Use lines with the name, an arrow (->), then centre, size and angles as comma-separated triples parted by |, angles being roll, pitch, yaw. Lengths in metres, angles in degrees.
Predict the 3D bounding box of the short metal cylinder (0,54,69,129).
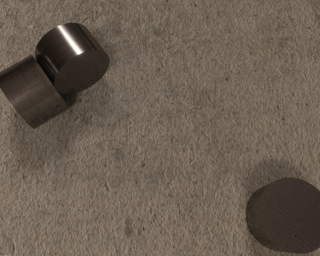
short metal cylinder -> -0.161, -0.046, 0.394 | 0.050, 0.080, 0.080 | -34, 74, -12

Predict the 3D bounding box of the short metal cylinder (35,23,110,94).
short metal cylinder -> -0.115, -0.091, 0.411 | 0.080, 0.080, 0.050 | -34, 74, -12

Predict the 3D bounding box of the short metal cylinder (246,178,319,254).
short metal cylinder -> 0.146, 0.102, 0.359 | 0.081, 0.050, 0.080 | 0, 70, 0
